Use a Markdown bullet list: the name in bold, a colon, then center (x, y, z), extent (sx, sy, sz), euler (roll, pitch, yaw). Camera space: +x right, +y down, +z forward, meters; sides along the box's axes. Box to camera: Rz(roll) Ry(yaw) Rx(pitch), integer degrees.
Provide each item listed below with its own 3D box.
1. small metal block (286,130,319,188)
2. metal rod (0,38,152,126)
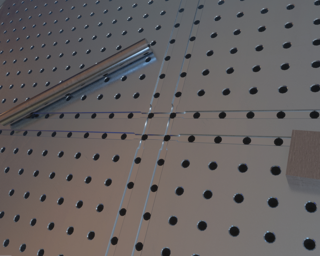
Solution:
- **small metal block**: center (0.156, 0.031, 0.307), extent (0.050, 0.025, 0.050), euler (5, 64, 30)
- **metal rod**: center (-0.152, -0.074, 0.533), extent (0.301, 0.025, 0.025), euler (-24, 53, 13)
